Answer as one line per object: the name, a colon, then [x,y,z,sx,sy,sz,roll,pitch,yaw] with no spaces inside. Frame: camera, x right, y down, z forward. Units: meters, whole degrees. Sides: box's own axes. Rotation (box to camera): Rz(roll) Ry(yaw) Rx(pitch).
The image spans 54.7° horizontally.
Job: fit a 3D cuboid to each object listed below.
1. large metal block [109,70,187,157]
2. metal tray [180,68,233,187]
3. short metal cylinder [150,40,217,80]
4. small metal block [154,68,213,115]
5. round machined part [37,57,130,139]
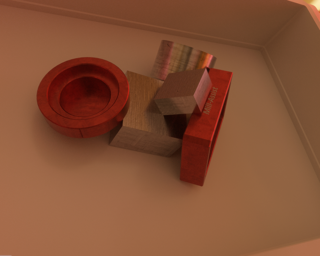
large metal block: [-0.014,-0.016,0.391,0.081,0.050,0.080,14,56,-21]
metal tray: [0.060,-0.003,0.396,0.030,0.089,0.130,15,50,13]
short metal cylinder: [0.032,-0.085,0.431,0.081,0.080,0.050,15,100,-20]
small metal block: [0.028,-0.042,0.364,0.025,0.050,0.050,61,41,-36]
round machined part: [-0.083,-0.030,0.352,0.099,0.042,0.098,1,59,-2]
